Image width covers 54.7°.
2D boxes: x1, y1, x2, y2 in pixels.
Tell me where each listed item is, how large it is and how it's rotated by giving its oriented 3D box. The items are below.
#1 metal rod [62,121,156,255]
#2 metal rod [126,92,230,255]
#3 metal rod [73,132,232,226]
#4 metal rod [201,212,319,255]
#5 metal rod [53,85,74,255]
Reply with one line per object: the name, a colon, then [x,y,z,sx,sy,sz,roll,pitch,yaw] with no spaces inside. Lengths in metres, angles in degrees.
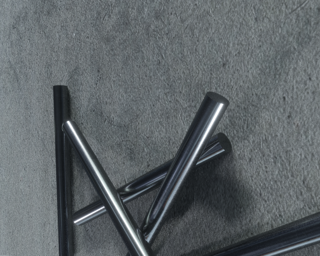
metal rod: [-0.079,0.084,0.440,0.300,0.025,0.025,48,119,39]
metal rod: [0.004,0.091,0.378,0.025,0.025,0.298,42,123,31]
metal rod: [-0.031,0.083,0.430,0.299,0.025,0.025,-33,70,35]
metal rod: [0.054,0.161,0.360,0.299,0.025,0.025,-37,67,33]
metal rod: [-0.170,0.075,0.545,0.025,0.025,0.298,-5,87,40]
